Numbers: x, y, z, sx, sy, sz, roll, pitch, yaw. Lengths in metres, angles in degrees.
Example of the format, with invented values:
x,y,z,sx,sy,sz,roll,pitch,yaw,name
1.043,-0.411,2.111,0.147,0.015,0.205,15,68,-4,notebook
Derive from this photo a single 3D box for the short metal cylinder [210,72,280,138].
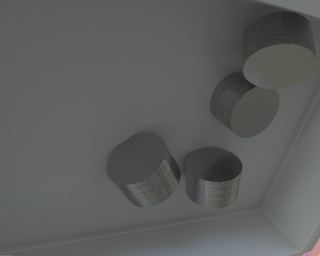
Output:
x,y,z,sx,sy,sz,roll,pitch,yaw,name
0.119,-0.033,0.437,0.081,0.050,0.079,-14,125,-21,short metal cylinder

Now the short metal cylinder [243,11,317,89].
x,y,z,sx,sy,sz,roll,pitch,yaw,name
0.142,-0.091,0.373,0.080,0.050,0.080,6,152,4,short metal cylinder

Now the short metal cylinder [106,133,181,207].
x,y,z,sx,sy,sz,roll,pitch,yaw,name
-0.020,0.053,0.394,0.080,0.080,0.050,-34,129,-6,short metal cylinder

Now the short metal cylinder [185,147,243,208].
x,y,z,sx,sy,sz,roll,pitch,yaw,name
0.078,0.072,0.460,0.081,0.080,0.050,-14,124,-21,short metal cylinder
